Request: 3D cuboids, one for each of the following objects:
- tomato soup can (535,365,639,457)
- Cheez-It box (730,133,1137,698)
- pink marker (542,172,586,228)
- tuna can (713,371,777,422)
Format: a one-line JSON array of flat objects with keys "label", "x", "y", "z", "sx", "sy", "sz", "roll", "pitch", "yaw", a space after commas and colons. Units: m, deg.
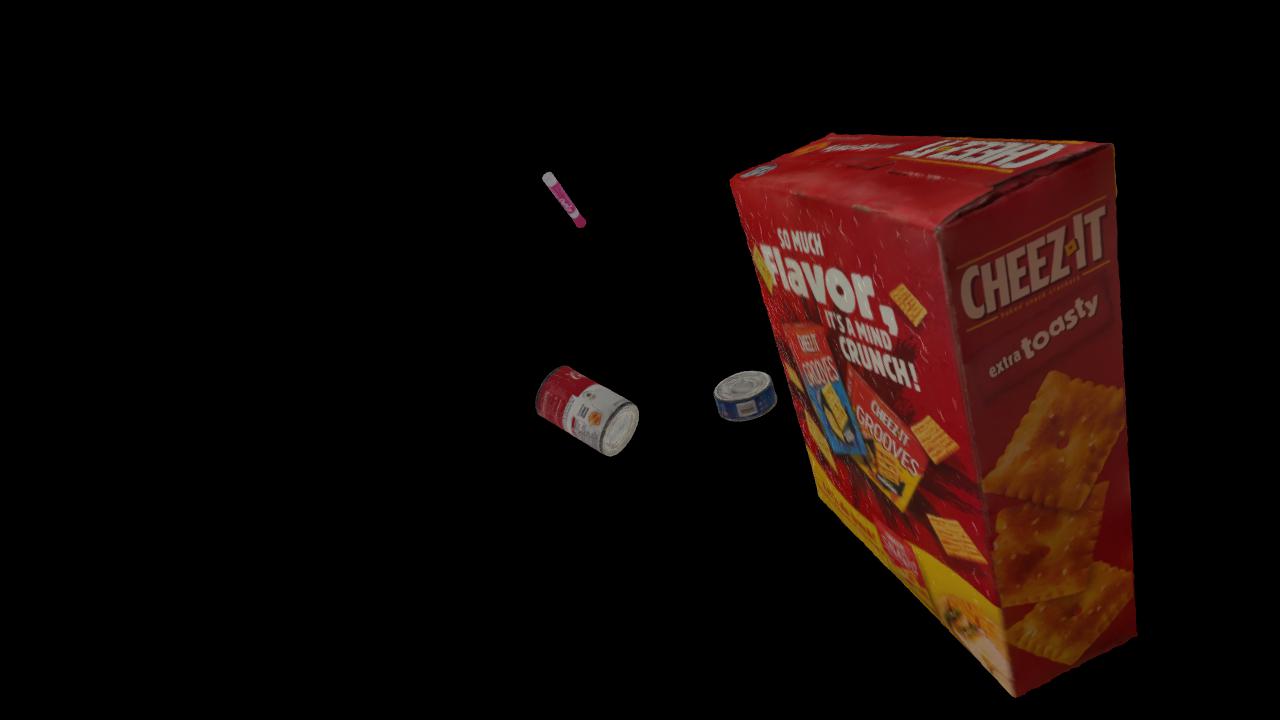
[{"label": "tomato soup can", "x": -0.059, "y": 0.057, "z": 0.696, "sx": 0.101, "sy": 0.068, "sz": 0.068, "roll": 27, "pitch": 14, "yaw": 28}, {"label": "Cheez-It box", "x": 0.128, "y": 0.013, "z": 0.291, "sx": 0.071, "sy": 0.223, "sz": 0.166, "roll": -25, "pitch": 24, "yaw": -5}, {"label": "pink marker", "x": -0.120, "y": -0.256, "z": 0.997, "sx": 0.020, "sy": 0.020, "sz": 0.121, "roll": 0, "pitch": -27, "yaw": 26}, {"label": "tuna can", "x": 0.145, "y": 0.048, "z": 0.851, "sx": 0.084, "sy": 0.034, "sz": 0.084, "roll": -17, "pitch": 22, "yaw": 7}]
